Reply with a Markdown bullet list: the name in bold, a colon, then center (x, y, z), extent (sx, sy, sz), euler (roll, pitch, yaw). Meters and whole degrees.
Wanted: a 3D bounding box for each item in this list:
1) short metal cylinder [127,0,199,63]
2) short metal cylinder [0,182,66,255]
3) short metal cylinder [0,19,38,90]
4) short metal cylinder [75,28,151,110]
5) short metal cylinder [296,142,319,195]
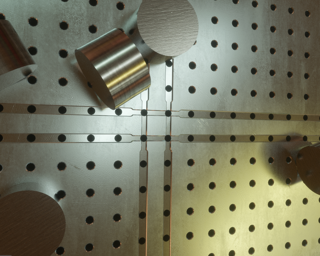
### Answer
- **short metal cylinder**: center (0.002, -0.128, 0.400), extent (0.081, 0.050, 0.079), euler (0, 90, -20)
- **short metal cylinder**: center (-0.149, 0.104, 0.345), extent (0.081, 0.050, 0.079), euler (0, 90, -20)
- **short metal cylinder**: center (-0.177, -0.068, 0.318), extent (0.080, 0.080, 0.050), euler (-33, 101, -17)
- **short metal cylinder**: center (-0.055, -0.068, 0.363), extent (0.050, 0.080, 0.080), euler (-35, 102, -17)
- **short metal cylinder**: center (0.262, 0.059, 0.480), extent (0.050, 0.080, 0.080), euler (-16, 96, -19)
